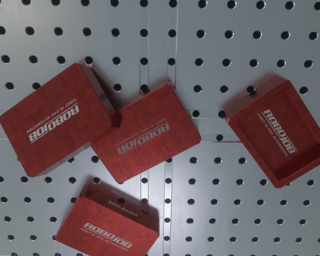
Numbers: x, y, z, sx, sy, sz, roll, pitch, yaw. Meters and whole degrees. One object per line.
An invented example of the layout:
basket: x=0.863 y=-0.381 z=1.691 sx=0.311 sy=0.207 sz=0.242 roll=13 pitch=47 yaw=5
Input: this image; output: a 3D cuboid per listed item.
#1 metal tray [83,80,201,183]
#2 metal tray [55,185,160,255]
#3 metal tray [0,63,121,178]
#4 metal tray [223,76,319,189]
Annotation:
metal tray: x=-0.023 y=0.006 z=0.413 sx=0.130 sy=0.030 sz=0.090 roll=-28 pitch=108 yaw=10
metal tray: x=-0.077 y=0.154 z=0.467 sx=0.130 sy=0.030 sz=0.090 roll=29 pitch=107 yaw=-11
metal tray: x=-0.126 y=-0.008 z=0.387 sx=0.130 sy=0.030 sz=0.090 roll=-32 pitch=83 yaw=11
metal tray: x=0.158 y=0.008 z=0.414 sx=0.090 sy=0.030 sz=0.130 roll=-36 pitch=107 yaw=12
